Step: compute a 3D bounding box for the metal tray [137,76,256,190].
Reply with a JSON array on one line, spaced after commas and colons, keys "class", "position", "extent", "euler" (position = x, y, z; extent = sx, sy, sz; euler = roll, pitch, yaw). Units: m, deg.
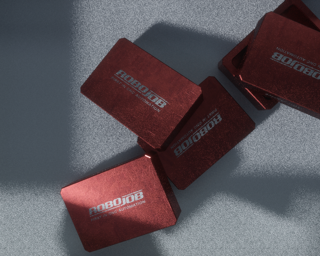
[{"class": "metal tray", "position": [0.047, 0.006, 0.410], "extent": [0.130, 0.030, 0.090], "euler": [-41, 91, -1]}]

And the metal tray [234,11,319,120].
[{"class": "metal tray", "position": [0.169, -0.074, 0.381], "extent": [0.131, 0.030, 0.090], "euler": [23, 90, -1]}]

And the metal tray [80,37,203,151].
[{"class": "metal tray", "position": [-0.023, -0.043, 0.389], "extent": [0.130, 0.030, 0.090], "euler": [36, 86, 15]}]

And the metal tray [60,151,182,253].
[{"class": "metal tray", "position": [-0.050, 0.093, 0.392], "extent": [0.130, 0.030, 0.090], "euler": [-23, 91, 14]}]

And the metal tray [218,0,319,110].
[{"class": "metal tray", "position": [0.155, -0.097, 0.410], "extent": [0.130, 0.030, 0.090], "euler": [-43, 91, -1]}]
